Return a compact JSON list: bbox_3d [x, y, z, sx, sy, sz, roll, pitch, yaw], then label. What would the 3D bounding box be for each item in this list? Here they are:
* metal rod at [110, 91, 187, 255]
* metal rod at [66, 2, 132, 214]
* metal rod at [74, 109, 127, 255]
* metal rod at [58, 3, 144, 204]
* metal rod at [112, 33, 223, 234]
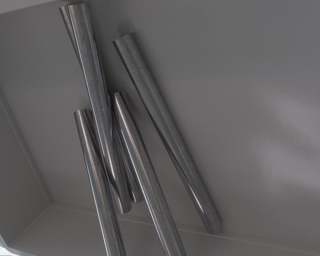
[{"bbox_3d":[-0.005,0.094,0.390,0.025,0.025,0.299,-29,78,37],"label":"metal rod"},{"bbox_3d":[-0.073,-0.006,0.410,0.025,0.025,0.298,7,121,25],"label":"metal rod"},{"bbox_3d":[-0.075,0.117,0.431,0.025,0.025,0.299,-24,77,36],"label":"metal rod"},{"bbox_3d":[-0.073,-0.018,0.436,0.025,0.025,0.298,-2,118,29],"label":"metal rod"},{"bbox_3d":[0.018,0.020,0.411,0.025,0.025,0.299,-14,111,34],"label":"metal rod"}]
